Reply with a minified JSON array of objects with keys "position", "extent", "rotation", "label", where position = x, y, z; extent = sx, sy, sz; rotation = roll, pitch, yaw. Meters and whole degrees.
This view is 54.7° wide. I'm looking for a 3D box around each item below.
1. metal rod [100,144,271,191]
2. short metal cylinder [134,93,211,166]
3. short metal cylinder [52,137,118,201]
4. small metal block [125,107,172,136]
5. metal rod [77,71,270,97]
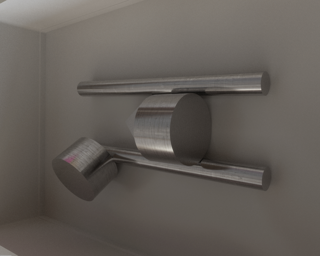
[{"position":[-0.008,0.043,0.409],"extent":[0.300,0.025,0.025],"rotation":[4,93,39],"label":"metal rod"},{"position":[0.016,0.001,0.354],"extent":[0.050,0.081,0.079],"rotation":[2,92,40],"label":"short metal cylinder"},{"position":[-0.110,0.060,0.454],"extent":[0.080,0.050,0.079],"rotation":[24,137,24],"label":"short metal cylinder"},{"position":[-0.013,-0.004,0.413],"extent":[0.050,0.025,0.050],"rotation":[-45,63,30],"label":"small metal block"},{"position":[-0.009,-0.054,0.409],"extent":[0.300,0.025,0.025],"rotation":[5,93,39],"label":"metal rod"}]
